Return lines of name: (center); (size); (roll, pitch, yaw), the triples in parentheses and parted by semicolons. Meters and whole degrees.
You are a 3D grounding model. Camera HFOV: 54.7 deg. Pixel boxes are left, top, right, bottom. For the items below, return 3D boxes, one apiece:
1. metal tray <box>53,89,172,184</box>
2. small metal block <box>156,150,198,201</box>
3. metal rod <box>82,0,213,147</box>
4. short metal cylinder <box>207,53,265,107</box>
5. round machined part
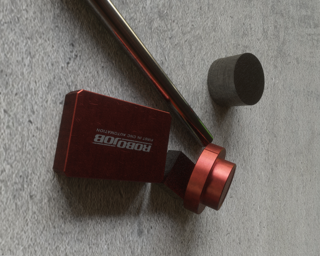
metal tray: (-0.049, 0.014, 0.360); (0.131, 0.030, 0.090); (13, 82, -39)
small metal block: (0.024, 0.065, 0.425); (0.050, 0.025, 0.050); (44, 64, -31)
metal rod: (-0.017, -0.080, 0.389); (0.300, 0.025, 0.025); (49, 61, -29)
short metal cylinder: (0.121, -0.074, 0.489); (0.081, 0.050, 0.080); (0, 90, -40)
round machined part: (0.073, 0.073, 0.424); (0.098, 0.042, 0.097); (-51, 153, -39)
